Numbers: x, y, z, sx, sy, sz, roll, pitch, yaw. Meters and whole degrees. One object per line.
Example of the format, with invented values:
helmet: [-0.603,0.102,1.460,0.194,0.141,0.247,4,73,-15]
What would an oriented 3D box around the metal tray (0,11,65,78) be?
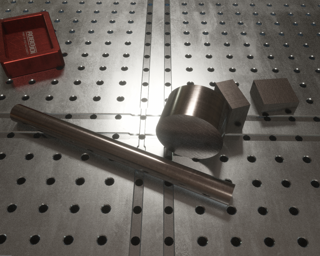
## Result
metal tray: [-0.221,-0.145,0.522,0.091,0.030,0.130,-17,52,-14]

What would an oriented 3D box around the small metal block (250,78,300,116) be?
small metal block: [0.164,-0.045,0.448,0.050,0.025,0.050,-4,50,-4]

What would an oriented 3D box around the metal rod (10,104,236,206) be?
metal rod: [-0.057,0.027,0.384,0.301,0.025,0.025,19,53,15]

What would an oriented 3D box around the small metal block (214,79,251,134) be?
small metal block: [0.093,-0.029,0.417,0.025,0.050,0.050,-14,52,-11]

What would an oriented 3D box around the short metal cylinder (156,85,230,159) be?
short metal cylinder: [0.041,-0.006,0.378,0.080,0.080,0.050,13,51,10]
